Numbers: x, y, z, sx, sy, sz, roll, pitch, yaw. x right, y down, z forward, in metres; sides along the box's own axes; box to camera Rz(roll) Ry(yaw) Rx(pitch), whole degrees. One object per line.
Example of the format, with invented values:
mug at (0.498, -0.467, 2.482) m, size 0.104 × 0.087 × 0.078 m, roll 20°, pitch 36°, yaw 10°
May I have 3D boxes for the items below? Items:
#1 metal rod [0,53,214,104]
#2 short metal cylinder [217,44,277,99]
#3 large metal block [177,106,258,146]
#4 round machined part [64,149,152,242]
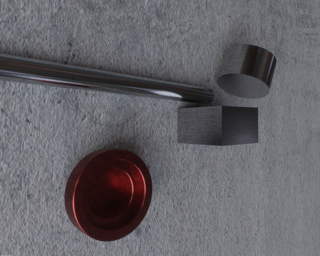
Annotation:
metal rod at (-0.043, -0.052, 0.369) m, size 0.302 × 0.025 × 0.025 m, roll 2°, pitch 89°, yaw -40°
short metal cylinder at (0.136, -0.086, 0.486) m, size 0.080 × 0.080 × 0.050 m, roll 30°, pitch 71°, yaw -36°
large metal block at (0.082, -0.003, 0.440) m, size 0.081 × 0.080 × 0.050 m, roll -1°, pitch 91°, yaw -40°
round machined part at (-0.060, 0.071, 0.345) m, size 0.099 × 0.042 × 0.097 m, roll 0°, pitch 90°, yaw -40°
